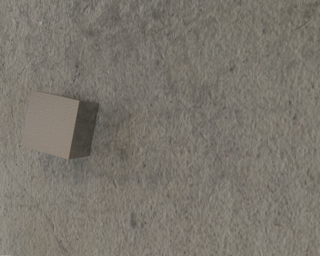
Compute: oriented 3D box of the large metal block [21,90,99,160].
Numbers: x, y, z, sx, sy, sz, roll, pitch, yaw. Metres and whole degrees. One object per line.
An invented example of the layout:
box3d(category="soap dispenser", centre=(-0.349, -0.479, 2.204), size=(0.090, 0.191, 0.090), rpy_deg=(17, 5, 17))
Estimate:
box3d(category="large metal block", centre=(-0.142, -0.006, 0.444), size=(0.080, 0.050, 0.079), rpy_deg=(13, 94, 19))
